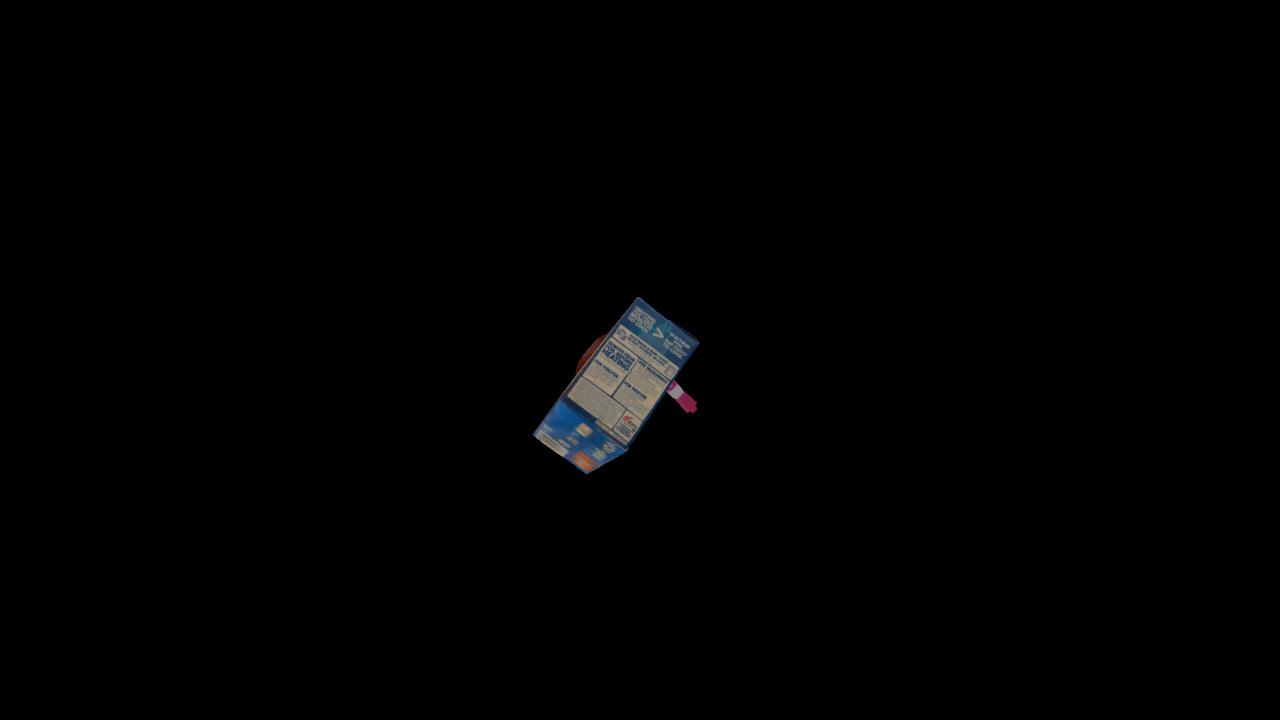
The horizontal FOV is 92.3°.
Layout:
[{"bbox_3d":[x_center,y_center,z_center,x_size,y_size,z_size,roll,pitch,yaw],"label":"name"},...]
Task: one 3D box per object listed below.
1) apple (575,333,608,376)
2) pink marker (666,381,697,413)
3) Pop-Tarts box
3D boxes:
[{"bbox_3d":[-0.026,0.012,0.676,0.093,0.079,0.079,-34,-12,19],"label":"apple"},{"bbox_3d":[0.027,0.022,0.768,0.020,0.121,0.020,-43,8,8],"label":"pink marker"},{"bbox_3d":[-0.031,0.035,0.664,0.083,0.141,0.167,37,-25,-5],"label":"Pop-Tarts box"}]
